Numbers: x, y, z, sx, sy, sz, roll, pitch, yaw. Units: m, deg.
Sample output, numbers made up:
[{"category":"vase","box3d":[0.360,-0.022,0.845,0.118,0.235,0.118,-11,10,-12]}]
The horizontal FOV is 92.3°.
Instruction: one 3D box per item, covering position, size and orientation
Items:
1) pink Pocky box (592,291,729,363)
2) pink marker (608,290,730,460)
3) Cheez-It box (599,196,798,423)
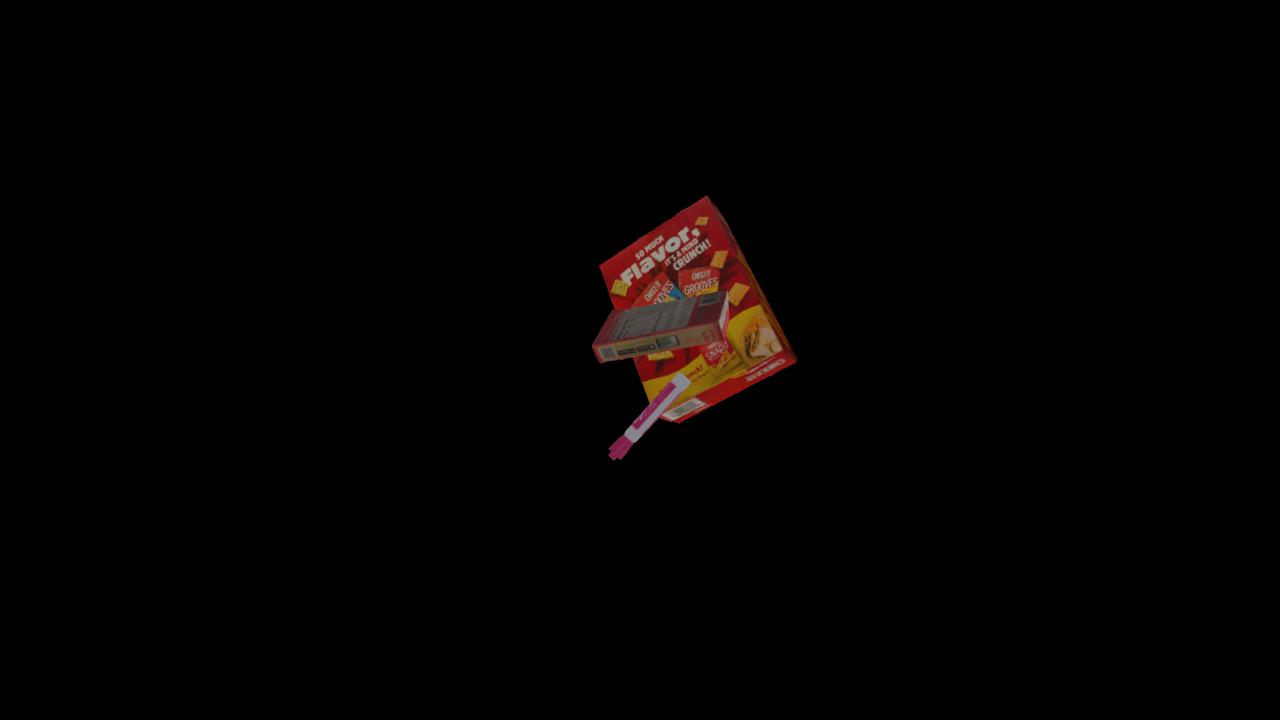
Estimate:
[{"category":"pink Pocky box","box3d":[0.027,-0.041,0.703,0.155,0.029,0.084,-10,31,24]},{"category":"pink marker","box3d":[0.009,0.063,0.675,0.020,0.121,0.020,43,-4,4]},{"category":"Cheez-It box","box3d":[0.062,-0.059,0.737,0.166,0.223,0.071,-30,-25,18]}]
